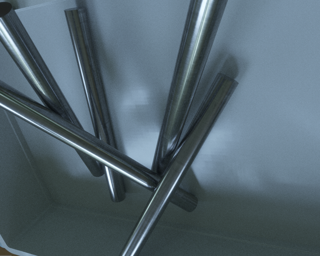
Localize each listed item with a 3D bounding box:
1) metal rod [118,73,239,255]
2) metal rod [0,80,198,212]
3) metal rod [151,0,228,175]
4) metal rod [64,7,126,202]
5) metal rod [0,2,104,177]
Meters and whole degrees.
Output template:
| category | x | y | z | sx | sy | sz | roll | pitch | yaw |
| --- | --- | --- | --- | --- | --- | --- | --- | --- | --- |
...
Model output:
| category | x | y | z | sx | sy | sz | roll | pitch | yaw |
| --- | --- | --- | --- | --- | --- | --- | --- | --- | --- |
| metal rod | 0.012 | 0.069 | 0.394 | 0.025 | 0.025 | 0.298 | 30 | 113 | 9 |
| metal rod | -0.064 | 0.036 | 0.389 | 0.301 | 0.025 | 0.025 | 35 | 134 | -26 |
| metal rod | 0.018 | -0.018 | 0.325 | 0.025 | 0.025 | 0.298 | 28 | 148 | 10 |
| metal rod | -0.086 | -0.014 | 0.445 | 0.025 | 0.025 | 0.298 | 7 | 122 | 24 |
| metal rod | -0.119 | -0.015 | 0.385 | 0.025 | 0.025 | 0.299 | 16 | 150 | 19 |
